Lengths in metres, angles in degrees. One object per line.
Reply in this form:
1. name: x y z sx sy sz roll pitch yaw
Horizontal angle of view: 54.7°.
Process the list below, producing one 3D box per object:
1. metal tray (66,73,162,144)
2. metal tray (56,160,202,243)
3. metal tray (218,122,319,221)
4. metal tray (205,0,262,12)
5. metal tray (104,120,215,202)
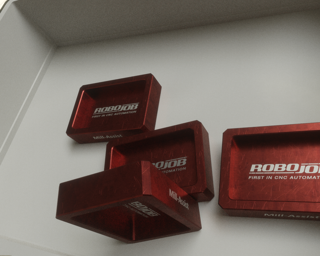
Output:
1. metal tray: -0.068 -0.027 0.454 0.130 0.030 0.090 -5 59 25
2. metal tray: -0.023 0.079 0.302 0.090 0.130 0.030 -18 55 18
3. metal tray: 0.128 0.042 0.308 0.130 0.030 0.090 -5 60 26
4. metal tray: 0.122 -0.250 0.494 0.090 0.030 0.130 -6 59 25
5. metal tray: -0.005 0.048 0.375 0.130 0.030 0.090 -13 56 20
